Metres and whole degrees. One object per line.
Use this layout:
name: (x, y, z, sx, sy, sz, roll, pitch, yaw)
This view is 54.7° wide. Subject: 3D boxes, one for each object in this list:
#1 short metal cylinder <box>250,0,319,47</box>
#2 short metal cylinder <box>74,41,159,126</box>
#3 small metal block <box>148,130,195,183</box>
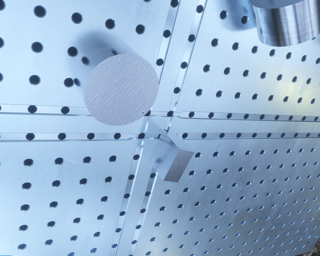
short metal cylinder: (0.155, -0.142, 0.372, 0.080, 0.080, 0.050, -34, 129, -6)
short metal cylinder: (-0.048, -0.049, 0.338, 0.081, 0.050, 0.079, -14, 124, -21)
small metal block: (0.014, 0.039, 0.427, 0.025, 0.050, 0.050, 14, 111, -34)
